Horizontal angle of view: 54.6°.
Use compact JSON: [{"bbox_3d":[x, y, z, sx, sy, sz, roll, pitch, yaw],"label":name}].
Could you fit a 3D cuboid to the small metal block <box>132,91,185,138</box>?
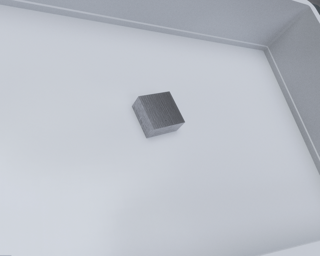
[{"bbox_3d":[-0.002,-0.018,0.415,0.050,0.025,0.050,-13,69,-33],"label":"small metal block"}]
